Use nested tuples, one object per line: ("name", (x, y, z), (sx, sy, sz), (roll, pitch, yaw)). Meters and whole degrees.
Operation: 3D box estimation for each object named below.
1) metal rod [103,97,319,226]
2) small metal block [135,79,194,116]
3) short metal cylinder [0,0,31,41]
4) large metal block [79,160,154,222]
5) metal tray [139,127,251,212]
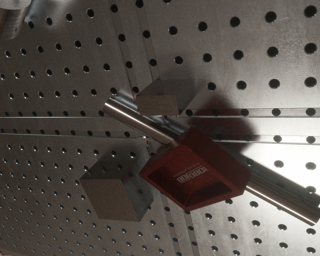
("metal rod", (0.059, 0.038, 0.402), (0.301, 0.025, 0.025), (28, 128, 9))
("small metal block", (0.007, -0.037, 0.367), (0.050, 0.050, 0.025), (1, 119, 27))
("short metal cylinder", (-0.210, -0.157, 0.387), (0.080, 0.080, 0.050), (43, 129, -2))
("large metal block", (-0.067, 0.098, 0.489), (0.080, 0.050, 0.080), (-6, 116, 30))
("metal tray", (0.038, 0.059, 0.393), (0.090, 0.030, 0.129), (39, 146, -6))
